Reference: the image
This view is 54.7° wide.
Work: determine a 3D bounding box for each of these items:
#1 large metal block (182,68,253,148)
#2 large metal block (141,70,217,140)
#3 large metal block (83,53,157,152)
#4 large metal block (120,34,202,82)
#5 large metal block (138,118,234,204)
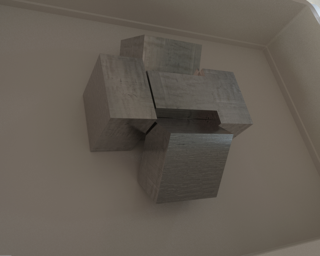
[{"bbox_3d":[0.068,-0.022,0.419,0.050,0.080,0.080,1,62,-28],"label":"large metal block"},{"bbox_3d":[0.010,-0.024,0.389,0.081,0.080,0.050,1,62,-28],"label":"large metal block"},{"bbox_3d":[-0.050,-0.026,0.357,0.050,0.080,0.080,1,62,-28],"label":"large metal block"},{"bbox_3d":[-0.003,-0.089,0.414,0.081,0.080,0.050,2,99,-28],"label":"large metal block"},{"bbox_3d":[0.027,0.035,0.353,0.081,0.079,0.050,1,19,-29],"label":"large metal block"}]
